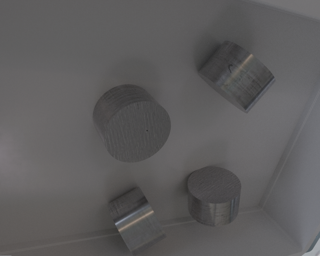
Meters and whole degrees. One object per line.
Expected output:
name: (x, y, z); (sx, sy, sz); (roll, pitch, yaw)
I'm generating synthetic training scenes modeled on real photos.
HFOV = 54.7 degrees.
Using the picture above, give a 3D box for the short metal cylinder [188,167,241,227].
short metal cylinder: (0.084, 0.106, 0.484); (0.081, 0.080, 0.050); (-17, 125, -19)

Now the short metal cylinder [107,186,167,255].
short metal cylinder: (-0.032, 0.130, 0.436); (0.050, 0.080, 0.080); (-29, 128, -10)

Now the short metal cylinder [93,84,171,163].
short metal cylinder: (-0.034, -0.006, 0.370); (0.081, 0.050, 0.079); (-14, 124, -21)

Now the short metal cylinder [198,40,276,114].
short metal cylinder: (0.094, -0.063, 0.385); (0.080, 0.080, 0.050); (34, 99, -39)
